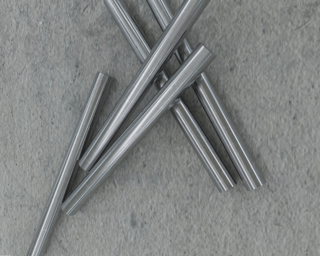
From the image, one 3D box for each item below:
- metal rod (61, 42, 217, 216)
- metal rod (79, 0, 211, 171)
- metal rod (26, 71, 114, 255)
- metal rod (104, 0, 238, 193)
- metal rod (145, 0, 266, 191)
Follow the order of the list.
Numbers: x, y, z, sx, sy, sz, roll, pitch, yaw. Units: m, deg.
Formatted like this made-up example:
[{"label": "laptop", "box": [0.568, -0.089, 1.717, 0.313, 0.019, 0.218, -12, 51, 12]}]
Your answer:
[{"label": "metal rod", "box": [-0.039, 0.015, 0.403, 0.025, 0.025, 0.299, 47, 111, 13]}, {"label": "metal rod", "box": [-0.022, -0.058, 0.391, 0.025, 0.025, 0.298, 42, 112, 14]}, {"label": "metal rod", "box": [-0.134, 0.061, 0.454, 0.025, 0.025, 0.298, 26, 98, 18]}, {"label": "metal rod", "box": [0.009, -0.053, 0.405, 0.025, 0.025, 0.299, -34, 79, 16]}, {"label": "metal rod", "box": [0.049, -0.063, 0.391, 0.025, 0.025, 0.299, -29, 81, 17]}]
